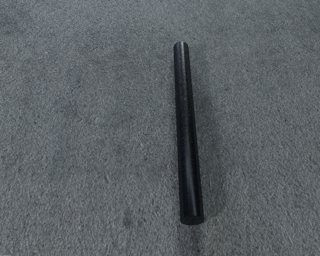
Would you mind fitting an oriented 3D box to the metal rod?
[{"bbox_3d":[0.034,-0.018,0.418,0.025,0.025,0.300,0,50,0],"label":"metal rod"}]
